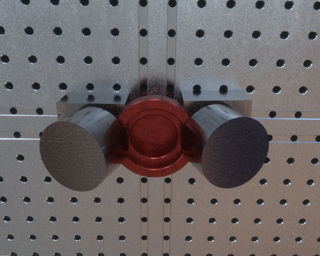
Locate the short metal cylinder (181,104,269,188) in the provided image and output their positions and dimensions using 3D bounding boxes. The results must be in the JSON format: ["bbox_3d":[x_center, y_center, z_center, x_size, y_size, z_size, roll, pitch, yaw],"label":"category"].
[{"bbox_3d":[0.070,0.019,0.340,0.081,0.050,0.079,-7,111,-19],"label":"short metal cylinder"}]

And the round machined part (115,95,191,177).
[{"bbox_3d":[-0.007,0.007,0.375,0.099,0.042,0.097,0,110,0],"label":"round machined part"}]

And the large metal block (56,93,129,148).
[{"bbox_3d":[-0.082,0.000,0.399,0.081,0.050,0.079,1,110,-1],"label":"large metal block"}]

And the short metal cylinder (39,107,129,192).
[{"bbox_3d":[-0.082,0.022,0.340,0.080,0.050,0.079,8,113,20],"label":"short metal cylinder"}]

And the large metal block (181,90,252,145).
[{"bbox_3d":[0.068,-0.004,0.399,0.080,0.050,0.079,-1,110,0],"label":"large metal block"}]
